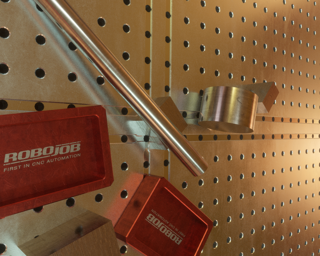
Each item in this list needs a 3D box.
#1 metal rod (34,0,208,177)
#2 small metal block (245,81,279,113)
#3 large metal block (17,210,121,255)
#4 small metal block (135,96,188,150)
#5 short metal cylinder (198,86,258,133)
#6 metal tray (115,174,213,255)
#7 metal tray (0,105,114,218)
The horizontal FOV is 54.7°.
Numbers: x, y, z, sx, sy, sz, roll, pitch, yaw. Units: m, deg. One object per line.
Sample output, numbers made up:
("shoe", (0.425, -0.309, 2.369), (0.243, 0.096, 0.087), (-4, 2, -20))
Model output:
("metal rod", (-0.041, -0.051, 0.351), (0.300, 0.025, 0.025), (48, 61, -21))
("small metal block", (0.169, -0.052, 0.534), (0.025, 0.050, 0.050), (51, 60, -28))
("large metal block", (-0.087, 0.144, 0.320), (0.081, 0.050, 0.080), (-21, 104, -38))
("small metal block", (0.003, -0.006, 0.412), (0.050, 0.025, 0.050), (-48, 119, -29))
("short metal cylinder", (0.100, -0.025, 0.457), (0.081, 0.080, 0.050), (17, 79, -39))
("metal tray", (0.010, 0.134, 0.414), (0.130, 0.030, 0.090), (46, 62, -30))
("metal tray", (-0.114, 0.028, 0.310), (0.131, 0.030, 0.089), (-10, 97, -40))
